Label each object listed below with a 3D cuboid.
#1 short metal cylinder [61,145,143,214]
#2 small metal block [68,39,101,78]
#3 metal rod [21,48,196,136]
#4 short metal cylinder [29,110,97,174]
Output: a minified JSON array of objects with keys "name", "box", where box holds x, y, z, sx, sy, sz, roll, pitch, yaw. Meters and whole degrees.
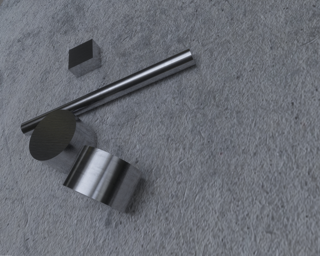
[{"name":"short metal cylinder","box":[-0.067,0.061,0.366,0.080,0.080,0.050,13,68,33]},{"name":"small metal block","box":[-0.133,-0.124,0.550,0.050,0.025,0.050,-21,54,15]},{"name":"metal rod","box":[-0.088,-0.050,0.480,0.301,0.025,0.025,-21,54,15]},{"name":"short metal cylinder","box":[-0.139,0.020,0.448,0.080,0.050,0.080,-13,56,21]}]
